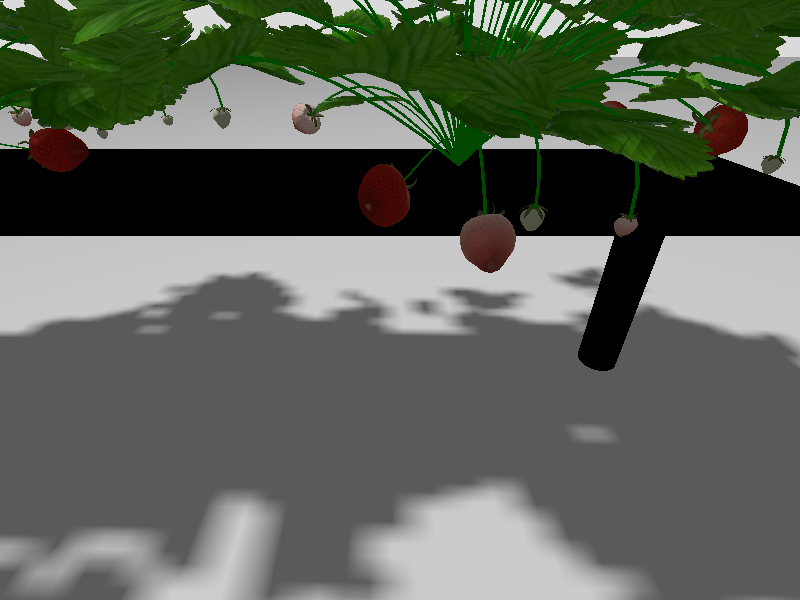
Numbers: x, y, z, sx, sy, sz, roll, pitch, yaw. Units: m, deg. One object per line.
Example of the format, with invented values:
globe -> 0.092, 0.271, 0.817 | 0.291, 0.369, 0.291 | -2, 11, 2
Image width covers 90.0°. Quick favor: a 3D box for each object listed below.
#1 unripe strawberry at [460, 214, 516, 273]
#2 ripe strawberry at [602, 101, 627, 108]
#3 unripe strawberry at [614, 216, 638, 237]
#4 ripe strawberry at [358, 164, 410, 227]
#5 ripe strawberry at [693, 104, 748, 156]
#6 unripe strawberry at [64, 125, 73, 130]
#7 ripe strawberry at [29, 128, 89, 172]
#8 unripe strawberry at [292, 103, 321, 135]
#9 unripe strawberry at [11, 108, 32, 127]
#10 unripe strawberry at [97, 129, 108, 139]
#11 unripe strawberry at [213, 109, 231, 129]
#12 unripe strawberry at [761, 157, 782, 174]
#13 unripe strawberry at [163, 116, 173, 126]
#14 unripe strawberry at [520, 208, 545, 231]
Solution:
unripe strawberry -> 0.039, -0.024, 0.180 | 0.025, 0.027, 0.026 | 2, -39, 3
ripe strawberry -> 0.220, -0.185, 0.419 | 0.041, 0.041, 0.038 | -14, 35, -28
unripe strawberry -> 0.111, -0.036, 0.198 | 0.011, 0.010, 0.010 | -11, 34, -17
ripe strawberry -> -0.010, -0.056, 0.220 | 0.029, 0.033, 0.032 | 14, 36, 20
ripe strawberry -> 0.293, -0.151, 0.363 | 0.045, 0.044, 0.042 | 14, 29, -19
unripe strawberry -> -0.401, -0.218, 0.479 | 0.026, 0.028, 0.029 | 0, 29, -1
ripe strawberry -> -0.266, -0.118, 0.315 | 0.034, 0.033, 0.037 | 5, 33, 7
unripe strawberry -> -0.108, -0.203, 0.453 | 0.034, 0.033, 0.032 | -2, 23, 47
unripe strawberry -> -0.465, -0.224, 0.493 | 0.018, 0.021, 0.020 | -11, -21, -16
unripe strawberry -> -0.320, -0.179, 0.431 | 0.011, 0.010, 0.010 | 22, 39, 30
unripe strawberry -> -0.214, -0.218, 0.482 | 0.021, 0.022, 0.020 | -27, 41, -35
unripe strawberry -> 0.233, -0.084, 0.252 | 0.010, 0.010, 0.011 | 15, 36, 22
unripe strawberry -> -0.250, -0.193, 0.432 | 0.010, 0.010, 0.009 | -23, 39, -31
unripe strawberry -> 0.069, -0.042, 0.209 | 0.013, 0.013, 0.011 | -4, 33, -6
